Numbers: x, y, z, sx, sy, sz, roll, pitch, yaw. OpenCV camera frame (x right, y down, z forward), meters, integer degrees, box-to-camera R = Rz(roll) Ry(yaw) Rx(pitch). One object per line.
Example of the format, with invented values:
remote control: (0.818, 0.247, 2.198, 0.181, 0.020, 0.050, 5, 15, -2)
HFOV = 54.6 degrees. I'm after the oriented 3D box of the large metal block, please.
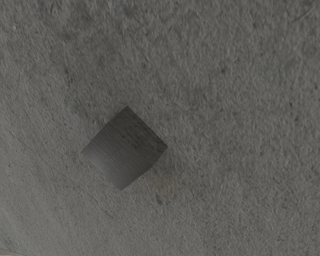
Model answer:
large metal block: (-0.051, 0.030, 0.437, 0.080, 0.050, 0.080, 45, 129, -4)
